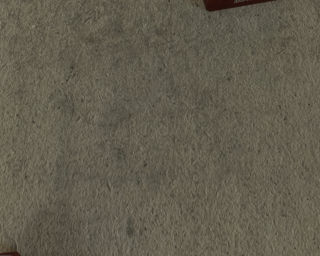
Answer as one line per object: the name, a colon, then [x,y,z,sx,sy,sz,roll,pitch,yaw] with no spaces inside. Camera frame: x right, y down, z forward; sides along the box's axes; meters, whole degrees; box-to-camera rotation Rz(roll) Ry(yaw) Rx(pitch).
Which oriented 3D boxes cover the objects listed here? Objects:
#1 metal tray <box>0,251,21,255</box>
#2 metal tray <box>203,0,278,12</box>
metal tray: [-0.152,0.191,0.301,0.030,0.090,0.130,-26,72,-7]
metal tray: [0.128,-0.241,0.494,0.131,0.030,0.090,-11,70,-4]
